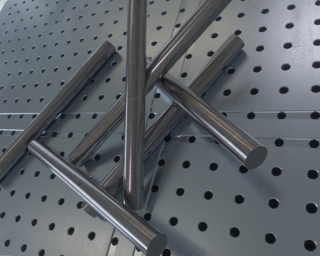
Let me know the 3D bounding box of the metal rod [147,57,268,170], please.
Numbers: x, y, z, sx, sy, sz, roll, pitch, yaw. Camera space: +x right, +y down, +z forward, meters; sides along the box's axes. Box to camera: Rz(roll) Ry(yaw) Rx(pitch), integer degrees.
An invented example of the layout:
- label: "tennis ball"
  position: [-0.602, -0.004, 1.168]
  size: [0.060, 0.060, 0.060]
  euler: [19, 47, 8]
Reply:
- label: "metal rod"
  position: [0.022, -0.046, 0.390]
  size: [0.025, 0.025, 0.300]
  euler: [-41, 40, 0]

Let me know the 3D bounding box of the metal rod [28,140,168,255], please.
- label: "metal rod"
  position: [-0.100, 0.069, 0.390]
  size: [0.300, 0.025, 0.025]
  euler: [22, 73, 45]

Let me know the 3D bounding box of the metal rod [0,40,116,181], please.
- label: "metal rod"
  position: [-0.181, -0.031, 0.523]
  size: [0.025, 0.025, 0.300]
  euler: [33, 80, 38]

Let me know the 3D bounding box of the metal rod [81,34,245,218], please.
- label: "metal rod"
  position: [0.008, -0.007, 0.409]
  size: [0.300, 0.025, 0.025]
  euler: [-49, 51, -7]

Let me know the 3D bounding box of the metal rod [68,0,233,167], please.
- label: "metal rod"
  position: [-0.022, -0.056, 0.402]
  size: [0.299, 0.025, 0.025]
  euler: [-46, 49, 17]

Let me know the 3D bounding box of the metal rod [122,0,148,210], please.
- label: "metal rod"
  position: [-0.029, -0.053, 0.377]
  size: [0.025, 0.025, 0.298]
  euler: [0, 87, 28]
